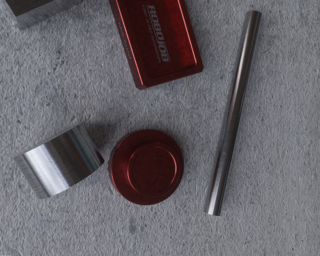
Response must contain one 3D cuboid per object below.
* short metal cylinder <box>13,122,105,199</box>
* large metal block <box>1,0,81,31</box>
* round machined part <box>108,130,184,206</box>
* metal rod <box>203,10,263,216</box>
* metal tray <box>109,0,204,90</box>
[{"bbox_3d":[-0.109,0.034,0.340,0.080,0.080,0.050,-30,100,-18],"label":"short metal cylinder"},{"bbox_3d":[-0.143,-0.168,0.343,0.080,0.050,0.080,-33,101,-17],"label":"large metal block"},{"bbox_3d":[-0.014,0.051,0.396,0.099,0.042,0.097,0,90,-21],"label":"round machined part"},{"bbox_3d":[0.107,-0.024,0.450,0.025,0.025,0.298,15,85,-20],"label":"metal rod"},{"bbox_3d":[-0.004,-0.124,0.405,0.091,0.030,0.129,-19,97,-19],"label":"metal tray"}]
